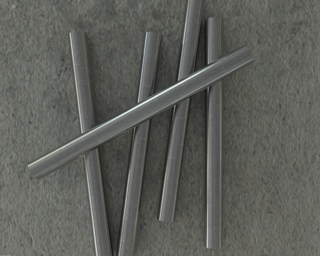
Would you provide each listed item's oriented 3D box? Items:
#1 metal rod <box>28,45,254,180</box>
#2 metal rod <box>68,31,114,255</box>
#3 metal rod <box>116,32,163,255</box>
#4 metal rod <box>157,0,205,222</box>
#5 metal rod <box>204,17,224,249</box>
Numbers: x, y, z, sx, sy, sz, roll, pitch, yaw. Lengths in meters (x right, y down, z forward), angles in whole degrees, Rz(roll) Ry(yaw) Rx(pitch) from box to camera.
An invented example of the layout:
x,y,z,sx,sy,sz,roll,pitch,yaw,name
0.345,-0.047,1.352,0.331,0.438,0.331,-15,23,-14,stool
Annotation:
x,y,z,sx,sy,sz,roll,pitch,yaw,name
-0.023,-0.019,0.383,0.301,0.025,0.025,-29,90,-1,metal rod
-0.091,0.025,0.408,0.025,0.025,0.298,-7,90,0,metal rod
-0.027,0.025,0.409,0.025,0.025,0.298,7,90,-1,metal rod
0.028,-0.027,0.410,0.025,0.025,0.298,8,90,-1,metal rod
0.071,0.006,0.410,0.025,0.025,0.298,0,90,-1,metal rod
